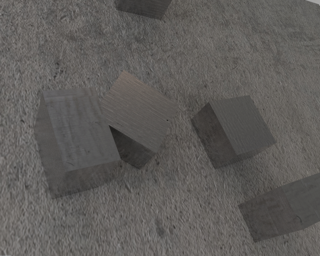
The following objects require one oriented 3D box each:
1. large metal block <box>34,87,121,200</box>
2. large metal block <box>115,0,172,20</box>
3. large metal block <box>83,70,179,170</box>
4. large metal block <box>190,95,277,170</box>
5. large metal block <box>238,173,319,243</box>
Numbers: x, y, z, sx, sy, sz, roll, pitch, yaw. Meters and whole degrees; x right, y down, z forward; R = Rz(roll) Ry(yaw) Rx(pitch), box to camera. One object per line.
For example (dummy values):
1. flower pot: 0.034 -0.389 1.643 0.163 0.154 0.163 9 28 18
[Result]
1. large metal block: -0.087 0.016 0.311 0.050 0.080 0.080 -10 67 -32
2. large metal block: -0.022 -0.229 0.496 0.081 0.080 0.050 3 60 -27
3. large metal block: -0.034 -0.010 0.375 0.080 0.050 0.080 32 51 -8
4. large metal block: 0.103 0.004 0.440 0.081 0.050 0.080 -11 68 -33
5. large metal block: 0.163 0.101 0.394 0.081 0.080 0.050 -8 66 -32
